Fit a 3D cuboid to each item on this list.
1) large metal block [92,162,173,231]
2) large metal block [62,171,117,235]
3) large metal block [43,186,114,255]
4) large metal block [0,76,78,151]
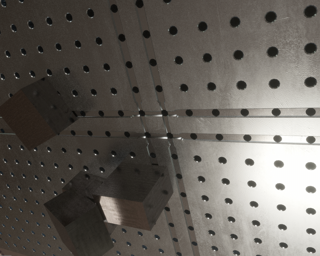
[{"bbox_3d":[-0.037,0.096,0.453,0.080,0.080,0.050,2,119,27],"label":"large metal block"},{"bbox_3d":[-0.113,0.129,0.532,0.080,0.050,0.079,12,124,21],"label":"large metal block"},{"bbox_3d":[-0.122,0.146,0.464,0.080,0.050,0.080,16,129,49],"label":"large metal block"},{"bbox_3d":[-0.190,-0.021,0.480,0.080,0.050,0.080,-24,106,36],"label":"large metal block"}]
